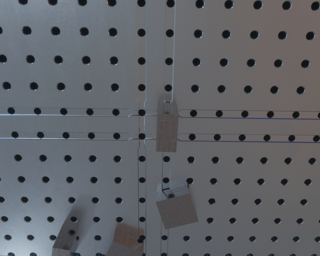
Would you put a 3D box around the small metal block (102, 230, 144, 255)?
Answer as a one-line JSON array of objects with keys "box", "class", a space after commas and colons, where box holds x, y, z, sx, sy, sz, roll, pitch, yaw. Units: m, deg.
[{"box": [-0.059, 0.196, 0.485, 0.050, 0.025, 0.050, 24, 108, -9], "class": "small metal block"}]

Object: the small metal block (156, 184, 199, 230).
[{"box": [0.025, 0.116, 0.457, 0.050, 0.025, 0.050, -15, 110, 5], "class": "small metal block"}]

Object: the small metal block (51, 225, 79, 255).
[{"box": [-0.144, 0.184, 0.466, 0.025, 0.050, 0.050, 11, 110, -4], "class": "small metal block"}]

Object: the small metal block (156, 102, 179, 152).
[{"box": [0.009, -0.002, 0.400, 0.025, 0.050, 0.050, 2, 110, -1], "class": "small metal block"}]
